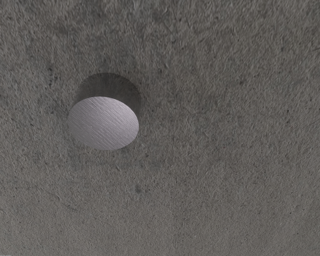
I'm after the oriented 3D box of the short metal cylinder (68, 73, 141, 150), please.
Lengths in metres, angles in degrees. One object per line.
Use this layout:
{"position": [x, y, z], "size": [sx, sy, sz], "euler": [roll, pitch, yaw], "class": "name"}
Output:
{"position": [-0.064, -0.019, 0.374], "size": [0.080, 0.050, 0.080], "euler": [0, 130, 0], "class": "short metal cylinder"}
